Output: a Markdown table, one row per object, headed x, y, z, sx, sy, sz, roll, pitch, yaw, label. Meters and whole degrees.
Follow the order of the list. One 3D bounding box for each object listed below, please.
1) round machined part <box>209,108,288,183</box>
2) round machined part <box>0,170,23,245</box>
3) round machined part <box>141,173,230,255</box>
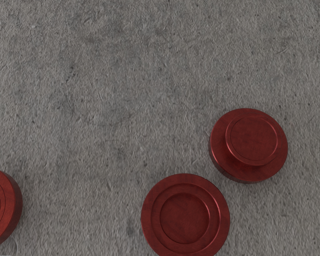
| x | y | z | sx | sy | sz | roll | pitch | yaw | label |
| --- | --- | --- | --- | --- | --- | --- | --- | --- | --- |
| 0.113 | 0.019 | 0.393 | 0.099 | 0.042 | 0.098 | 0 | 70 | 0 | round machined part |
| -0.210 | 0.096 | 0.363 | 0.099 | 0.042 | 0.098 | 0 | 70 | 0 | round machined part |
| 0.028 | 0.105 | 0.361 | 0.099 | 0.042 | 0.098 | 0 | 70 | 0 | round machined part |
